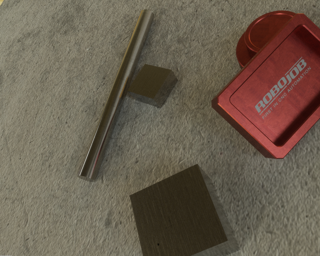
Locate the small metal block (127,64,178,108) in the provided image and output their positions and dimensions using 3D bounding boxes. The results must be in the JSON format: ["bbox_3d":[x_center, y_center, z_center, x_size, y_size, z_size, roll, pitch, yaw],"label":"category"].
[{"bbox_3d":[-0.010,-0.061,0.447,0.050,0.025,0.050,21,73,35],"label":"small metal block"}]

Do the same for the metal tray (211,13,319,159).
[{"bbox_3d":[0.131,-0.043,0.326,0.090,0.030,0.130,44,86,0],"label":"metal tray"}]

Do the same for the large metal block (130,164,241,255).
[{"bbox_3d":[0.024,0.096,0.317,0.080,0.050,0.080,-27,52,11],"label":"large metal block"}]

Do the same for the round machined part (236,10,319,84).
[{"bbox_3d":[0.143,-0.105,0.383,0.098,0.042,0.098,-13,56,21],"label":"round machined part"}]

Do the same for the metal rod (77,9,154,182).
[{"bbox_3d":[-0.060,-0.064,0.474,0.025,0.025,0.300,2,62,29],"label":"metal rod"}]
